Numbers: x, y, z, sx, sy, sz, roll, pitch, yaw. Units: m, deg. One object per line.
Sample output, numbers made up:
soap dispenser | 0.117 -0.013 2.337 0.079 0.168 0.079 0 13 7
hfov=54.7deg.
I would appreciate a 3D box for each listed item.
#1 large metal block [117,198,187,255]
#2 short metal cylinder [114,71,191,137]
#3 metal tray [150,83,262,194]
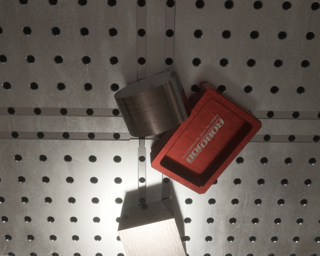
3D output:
large metal block | -0.009 0.159 0.459 0.080 0.050 0.080 -14 110 5
short metal cylinder | -0.008 -0.030 0.373 0.080 0.080 0.050 -19 109 6
metal tray | 0.058 0.017 0.414 0.090 0.030 0.129 32 107 -15
